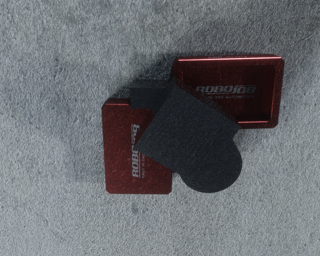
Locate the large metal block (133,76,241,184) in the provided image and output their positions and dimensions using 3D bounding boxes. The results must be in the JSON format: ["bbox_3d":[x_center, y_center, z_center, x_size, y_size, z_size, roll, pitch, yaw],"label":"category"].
[{"bbox_3d":[0.028,0.001,0.344,0.080,0.050,0.080,31,107,-11],"label":"large metal block"}]

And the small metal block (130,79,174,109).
[{"bbox_3d":[-0.009,-0.043,0.382,0.050,0.050,0.025,1,110,-1],"label":"small metal block"}]

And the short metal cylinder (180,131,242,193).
[{"bbox_3d":[0.063,0.039,0.412,0.080,0.050,0.079,0,110,0],"label":"short metal cylinder"}]

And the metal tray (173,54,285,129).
[{"bbox_3d":[0.083,-0.045,0.392,0.131,0.030,0.089,-2,110,0],"label":"metal tray"}]

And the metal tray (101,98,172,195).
[{"bbox_3d":[-0.028,0.026,0.419,0.091,0.030,0.129,1,110,0],"label":"metal tray"}]
